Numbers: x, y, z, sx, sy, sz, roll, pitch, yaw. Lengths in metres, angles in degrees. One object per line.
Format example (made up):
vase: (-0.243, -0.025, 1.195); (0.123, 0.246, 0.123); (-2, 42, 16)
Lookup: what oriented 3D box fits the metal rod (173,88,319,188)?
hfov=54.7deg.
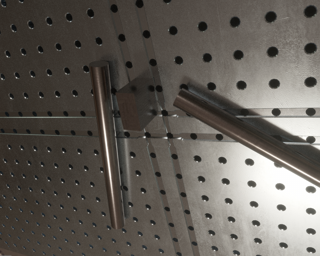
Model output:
metal rod: (0.151, 0.037, 0.353); (0.301, 0.025, 0.025); (30, 128, 8)

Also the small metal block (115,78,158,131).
small metal block: (-0.027, -0.031, 0.389); (0.025, 0.050, 0.050); (5, 121, 25)

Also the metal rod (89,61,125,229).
metal rod: (-0.077, 0.044, 0.477); (0.025, 0.025, 0.298); (12, 124, 21)
